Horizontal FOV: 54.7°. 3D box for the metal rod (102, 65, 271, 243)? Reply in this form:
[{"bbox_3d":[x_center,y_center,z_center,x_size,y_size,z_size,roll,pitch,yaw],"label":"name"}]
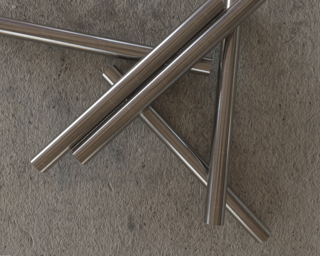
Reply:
[{"bbox_3d":[0.035,0.034,0.410,0.025,0.025,0.300,-43,91,0],"label":"metal rod"}]

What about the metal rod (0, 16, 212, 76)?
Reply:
[{"bbox_3d":[-0.082,-0.109,0.408,0.302,0.025,0.025,11,90,-1],"label":"metal rod"}]

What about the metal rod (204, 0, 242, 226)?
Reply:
[{"bbox_3d":[0.083,-0.031,0.395,0.025,0.025,0.298,7,84,-1],"label":"metal rod"}]

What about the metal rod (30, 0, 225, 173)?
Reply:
[{"bbox_3d":[-0.039,-0.054,0.383,0.300,0.025,0.025,-42,91,0],"label":"metal rod"}]

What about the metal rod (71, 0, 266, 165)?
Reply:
[{"bbox_3d":[0.010,-0.064,0.383,0.300,0.025,0.025,-42,91,1],"label":"metal rod"}]
